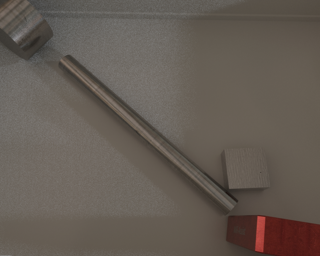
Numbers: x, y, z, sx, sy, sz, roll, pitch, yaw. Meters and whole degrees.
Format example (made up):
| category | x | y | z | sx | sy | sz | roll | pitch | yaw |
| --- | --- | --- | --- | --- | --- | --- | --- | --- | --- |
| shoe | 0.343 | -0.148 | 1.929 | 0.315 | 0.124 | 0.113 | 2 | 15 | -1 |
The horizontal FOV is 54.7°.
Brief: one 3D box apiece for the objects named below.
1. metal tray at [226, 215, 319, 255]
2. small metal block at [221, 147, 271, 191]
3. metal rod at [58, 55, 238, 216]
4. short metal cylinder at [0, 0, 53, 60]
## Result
| category | x | y | z | sx | sy | sz | roll | pitch | yaw |
| --- | --- | --- | --- | --- | --- | --- | --- | --- | --- |
| metal tray | 0.126 | 0.111 | 0.314 | 0.091 | 0.130 | 0.030 | 9 | 74 | 3 |
| small metal block | 0.107 | 0.053 | 0.392 | 0.050 | 0.025 | 0.050 | -2 | 70 | -1 |
| metal rod | -0.024 | 0.001 | 0.408 | 0.300 | 0.025 | 0.025 | 41 | 75 | 13 |
| short metal cylinder | -0.198 | -0.141 | 0.430 | 0.080 | 0.080 | 0.050 | 35 | 74 | 11 |
